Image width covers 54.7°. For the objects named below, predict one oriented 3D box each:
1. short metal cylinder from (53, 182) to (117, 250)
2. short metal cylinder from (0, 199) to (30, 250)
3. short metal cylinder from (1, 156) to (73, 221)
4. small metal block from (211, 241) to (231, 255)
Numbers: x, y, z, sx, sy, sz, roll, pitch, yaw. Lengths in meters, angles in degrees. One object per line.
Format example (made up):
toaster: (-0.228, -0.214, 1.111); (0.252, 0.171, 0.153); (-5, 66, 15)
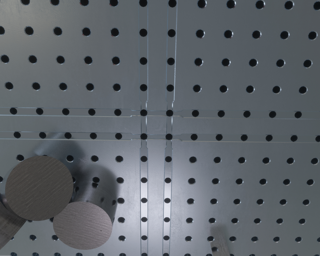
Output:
short metal cylinder: (-0.105, 0.126, 0.445); (0.081, 0.050, 0.079); (0, 110, 0)
short metal cylinder: (-0.224, 0.127, 0.429); (0.080, 0.080, 0.050); (-41, 105, 13)
short metal cylinder: (-0.161, 0.079, 0.405); (0.081, 0.050, 0.080); (8, 75, -31)
small metal block: (0.101, 0.215, 0.480); (0.025, 0.050, 0.050); (-18, 109, 6)
